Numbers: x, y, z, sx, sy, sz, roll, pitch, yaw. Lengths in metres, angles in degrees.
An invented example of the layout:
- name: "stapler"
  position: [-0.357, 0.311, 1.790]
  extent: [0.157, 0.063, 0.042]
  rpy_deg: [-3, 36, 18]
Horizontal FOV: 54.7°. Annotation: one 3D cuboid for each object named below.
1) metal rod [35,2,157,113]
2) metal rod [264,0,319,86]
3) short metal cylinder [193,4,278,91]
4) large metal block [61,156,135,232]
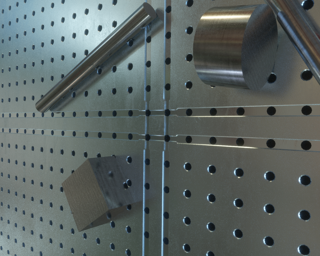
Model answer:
- name: "metal rod"
  position: [-0.120, -0.100, 0.505]
  extent: [0.299, 0.025, 0.025]
  rpy_deg: [-29, 72, 35]
- name: "metal rod"
  position: [0.130, -0.104, 0.300]
  extent: [0.025, 0.025, 0.299]
  rpy_deg: [-36, 68, 34]
- name: "short metal cylinder"
  position: [0.077, -0.080, 0.309]
  extent: [0.050, 0.081, 0.079]
  rpy_deg: [14, 99, 39]
- name: "large metal block"
  position: [-0.095, 0.098, 0.469]
  extent: [0.080, 0.050, 0.080]
  rpy_deg: [-41, 66, 32]
